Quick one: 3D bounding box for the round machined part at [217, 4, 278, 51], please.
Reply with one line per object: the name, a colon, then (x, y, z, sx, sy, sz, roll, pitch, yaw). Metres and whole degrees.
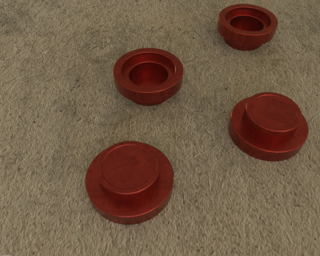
round machined part: (0.148, -0.171, 0.536, 0.099, 0.042, 0.098, 0, 50, 0)

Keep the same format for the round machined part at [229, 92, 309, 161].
round machined part: (0.142, -0.009, 0.400, 0.099, 0.042, 0.098, 0, 50, 0)

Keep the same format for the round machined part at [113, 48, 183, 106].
round machined part: (-0.016, -0.070, 0.451, 0.099, 0.042, 0.098, 0, 50, 0)

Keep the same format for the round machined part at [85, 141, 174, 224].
round machined part: (-0.034, 0.053, 0.347, 0.099, 0.042, 0.098, 0, 50, 0)
